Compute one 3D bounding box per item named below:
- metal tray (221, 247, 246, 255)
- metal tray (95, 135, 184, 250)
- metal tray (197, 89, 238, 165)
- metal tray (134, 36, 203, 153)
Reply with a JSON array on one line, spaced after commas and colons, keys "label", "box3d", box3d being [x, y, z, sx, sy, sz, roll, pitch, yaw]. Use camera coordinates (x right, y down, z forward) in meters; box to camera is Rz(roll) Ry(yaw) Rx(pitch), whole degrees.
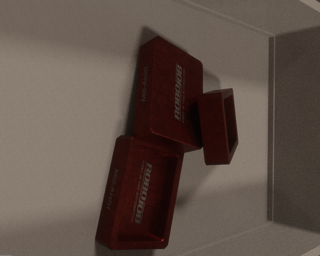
[{"label": "metal tray", "box3d": [0.118, 0.277, 0.508, 0.091, 0.030, 0.129, -29, 109, -36]}, {"label": "metal tray", "box3d": [-0.021, 0.081, 0.387, 0.091, 0.030, 0.129, 18, 79, -39]}, {"label": "metal tray", "box3d": [0.086, -0.008, 0.437, 0.131, 0.030, 0.089, -26, 110, -69]}, {"label": "metal tray", "box3d": [0.015, -0.041, 0.398, 0.091, 0.030, 0.130, 20, 63, -38]}]
